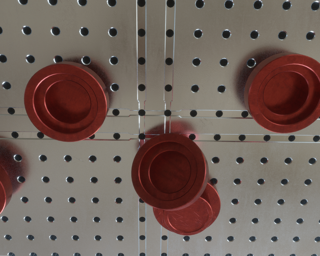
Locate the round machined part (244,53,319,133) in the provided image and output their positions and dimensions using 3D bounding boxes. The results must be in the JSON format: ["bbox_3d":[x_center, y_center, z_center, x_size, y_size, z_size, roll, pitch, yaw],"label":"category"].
[{"bbox_3d":[0.155,-0.046,0.390,0.099,0.042,0.097,0,110,-1],"label":"round machined part"}]

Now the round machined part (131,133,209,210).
[{"bbox_3d":[0.016,0.059,0.409,0.098,0.042,0.098,-6,71,17],"label":"round machined part"}]

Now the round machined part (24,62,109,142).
[{"bbox_3d":[-0.113,-0.035,0.390,0.099,0.042,0.097,0,110,-1],"label":"round machined part"}]

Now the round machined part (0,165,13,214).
[{"bbox_3d":[-0.255,0.080,0.430,0.099,0.042,0.097,0,110,-1],"label":"round machined part"}]

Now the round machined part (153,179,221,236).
[{"bbox_3d":[0.039,0.115,0.447,0.099,0.042,0.097,0,110,-1],"label":"round machined part"}]
